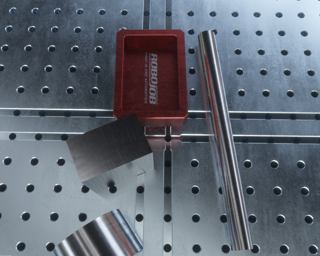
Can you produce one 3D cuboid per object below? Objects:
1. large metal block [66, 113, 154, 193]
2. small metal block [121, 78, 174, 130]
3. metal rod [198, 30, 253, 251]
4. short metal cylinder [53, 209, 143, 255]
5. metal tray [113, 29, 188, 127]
[{"bbox_3d":[-0.055,0.033,0.370,0.080,0.080,0.050,-22,72,-8],"label":"large metal block"},{"bbox_3d":[-0.017,-0.034,0.424,0.050,0.025,0.050,40,74,13],"label":"small metal block"},{"bbox_3d":[0.083,0.002,0.412,0.025,0.025,0.299,-5,70,-2],"label":"metal rod"},{"bbox_3d":[-0.065,0.132,0.334,0.080,0.080,0.050,-32,74,-11],"label":"short metal cylinder"},{"bbox_3d":[-0.012,-0.067,0.407,0.091,0.030,0.130,0,70,-1],"label":"metal tray"}]
